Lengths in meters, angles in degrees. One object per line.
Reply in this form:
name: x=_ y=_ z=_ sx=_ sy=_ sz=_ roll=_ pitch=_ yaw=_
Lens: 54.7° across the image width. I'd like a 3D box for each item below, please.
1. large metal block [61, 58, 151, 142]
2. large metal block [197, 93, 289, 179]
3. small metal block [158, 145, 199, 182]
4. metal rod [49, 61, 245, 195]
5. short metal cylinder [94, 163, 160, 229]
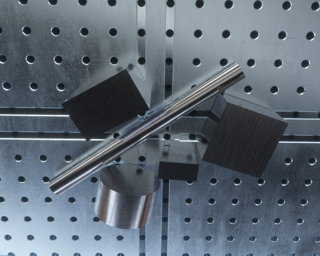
large metal block: x=-0.059 y=-0.037 z=0.370 sx=0.080 sy=0.080 sz=0.050 roll=-27 pitch=108 yaw=9
large metal block: x=0.103 y=0.009 z=0.402 sx=0.080 sy=0.050 sz=0.079 roll=18 pitch=109 yaw=-7
small metal block: x=0.023 y=0.047 z=0.418 sx=0.050 sy=0.050 sz=0.025 roll=5 pitch=110 yaw=-2
metal rod: x=-0.025 y=0.005 z=0.414 sx=0.300 sy=0.025 sz=0.025 roll=-32 pitch=107 yaw=11
short metal cylinder: x=-0.044 y=0.089 z=0.416 sx=0.081 sy=0.080 sz=0.050 roll=11 pitch=110 yaw=-5
